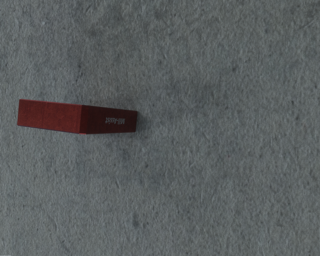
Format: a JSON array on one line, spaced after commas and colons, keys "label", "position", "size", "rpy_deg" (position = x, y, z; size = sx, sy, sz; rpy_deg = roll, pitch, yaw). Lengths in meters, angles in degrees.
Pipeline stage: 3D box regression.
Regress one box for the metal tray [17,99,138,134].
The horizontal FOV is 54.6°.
[{"label": "metal tray", "position": [-0.095, -0.013, 0.387], "size": [0.090, 0.130, 0.030], "rpy_deg": [7, 93, 20]}]
